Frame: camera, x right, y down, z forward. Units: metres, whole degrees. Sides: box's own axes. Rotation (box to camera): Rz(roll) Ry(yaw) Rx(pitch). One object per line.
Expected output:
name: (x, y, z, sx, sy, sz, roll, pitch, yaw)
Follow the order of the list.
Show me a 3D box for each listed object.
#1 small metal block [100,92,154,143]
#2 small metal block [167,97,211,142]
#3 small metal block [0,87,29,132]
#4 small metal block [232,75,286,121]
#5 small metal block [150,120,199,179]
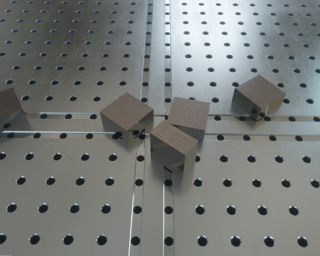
small metal block: (-0.044, -0.016, 0.420, 0.050, 0.025, 0.050, 34, 57, 25)
small metal block: (0.038, -0.012, 0.419, 0.050, 0.025, 0.050, 11, 51, 8)
small metal block: (-0.216, -0.023, 0.424, 0.050, 0.025, 0.050, -25, 55, -20)
small metal block: (0.142, -0.045, 0.447, 0.050, 0.025, 0.050, -29, 56, -22)
small metal block: (0.016, 0.026, 0.370, 0.050, 0.050, 0.025, 32, 57, 23)
